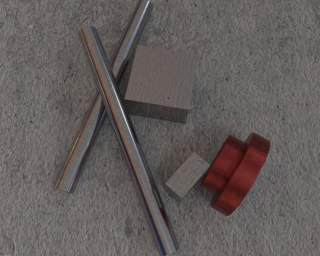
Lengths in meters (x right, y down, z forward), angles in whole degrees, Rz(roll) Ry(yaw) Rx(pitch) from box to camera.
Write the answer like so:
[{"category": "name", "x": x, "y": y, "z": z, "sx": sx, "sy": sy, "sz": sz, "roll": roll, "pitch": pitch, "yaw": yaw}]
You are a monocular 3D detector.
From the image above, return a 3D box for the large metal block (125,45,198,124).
[{"category": "large metal block", "x": 0.003, "y": -0.057, "z": 0.416, "sx": 0.080, "sy": 0.050, "sz": 0.080, "roll": 10, "pitch": 70, "yaw": 3}]

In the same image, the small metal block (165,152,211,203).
[{"category": "small metal block", "x": 0.032, "y": 0.061, "z": 0.373, "sx": 0.025, "sy": 0.050, "sz": 0.050, "roll": 40, "pitch": 75, "yaw": 13}]

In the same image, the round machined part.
[{"category": "round machined part", "x": 0.081, "y": 0.046, "z": 0.353, "sx": 0.042, "sy": 0.098, "sz": 0.098, "roll": 30, "pitch": 73, "yaw": 10}]

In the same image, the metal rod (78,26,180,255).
[{"category": "metal rod", "x": -0.043, "y": 0.007, "z": 0.386, "sx": 0.025, "sy": 0.025, "sz": 0.299, "roll": -20, "pitch": 78, "yaw": -8}]

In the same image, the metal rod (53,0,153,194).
[{"category": "metal rod", "x": -0.070, "y": -0.057, "z": 0.427, "sx": 0.025, "sy": 0.025, "sz": 0.299, "roll": 18, "pitch": 71, "yaw": 6}]
